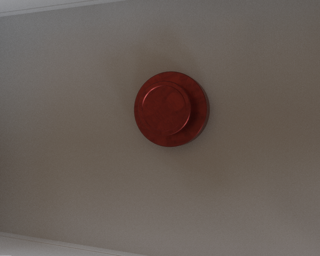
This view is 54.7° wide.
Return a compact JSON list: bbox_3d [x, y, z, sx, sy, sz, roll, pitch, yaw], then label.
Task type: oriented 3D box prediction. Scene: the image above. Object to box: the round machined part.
[{"bbox_3d":[0.011,-0.024,0.397,0.098,0.042,0.097,0,90,19],"label":"round machined part"}]
